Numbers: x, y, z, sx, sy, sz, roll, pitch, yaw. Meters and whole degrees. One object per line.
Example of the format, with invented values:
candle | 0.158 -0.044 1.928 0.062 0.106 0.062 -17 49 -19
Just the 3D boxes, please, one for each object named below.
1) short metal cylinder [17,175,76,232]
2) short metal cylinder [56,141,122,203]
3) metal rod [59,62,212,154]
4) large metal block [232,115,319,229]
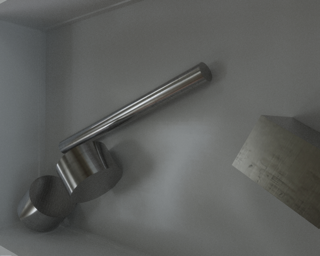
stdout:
short metal cylinder | -0.191 0.128 0.525 0.050 0.081 0.080 -47 62 30
short metal cylinder | -0.103 0.065 0.453 0.080 0.081 0.050 -52 60 27
metal rod | -0.056 -0.016 0.450 0.299 0.025 0.025 -24 75 37
large metal block | 0.124 0.031 0.268 0.080 0.081 0.050 38 113 33
